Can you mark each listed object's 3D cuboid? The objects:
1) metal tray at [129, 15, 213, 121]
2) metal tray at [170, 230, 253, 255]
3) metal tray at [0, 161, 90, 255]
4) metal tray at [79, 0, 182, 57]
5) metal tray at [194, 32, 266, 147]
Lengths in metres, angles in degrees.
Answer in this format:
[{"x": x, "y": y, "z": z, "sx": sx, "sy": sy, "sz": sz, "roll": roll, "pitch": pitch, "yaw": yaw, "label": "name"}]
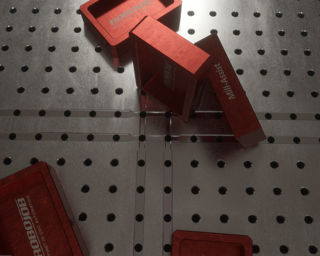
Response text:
[{"x": 0.011, "y": -0.065, "z": 0.380, "sx": 0.090, "sy": 0.130, "sz": 0.030, "roll": 37, "pitch": 74, "yaw": 12, "label": "metal tray"}, {"x": 0.054, "y": 0.184, "z": 0.342, "sx": 0.091, "sy": 0.030, "sz": 0.130, "roll": 4, "pitch": 70, "yaw": 1, "label": "metal tray"}, {"x": -0.151, "y": 0.116, "z": 0.364, "sx": 0.091, "sy": 0.030, "sz": 0.130, "roll": -26, "pitch": 72, "yaw": -10, "label": "metal tray"}, {"x": -0.043, "y": -0.178, "z": 0.473, "sx": 0.131, "sy": 0.030, "sz": 0.090, "roll": -36, "pitch": 74, "yaw": -13, "label": "metal tray"}, {"x": 0.090, "y": -0.045, "z": 0.392, "sx": 0.030, "sy": 0.090, "sz": 0.130, "roll": -26, "pitch": 71, "yaw": 16, "label": "metal tray"}]
